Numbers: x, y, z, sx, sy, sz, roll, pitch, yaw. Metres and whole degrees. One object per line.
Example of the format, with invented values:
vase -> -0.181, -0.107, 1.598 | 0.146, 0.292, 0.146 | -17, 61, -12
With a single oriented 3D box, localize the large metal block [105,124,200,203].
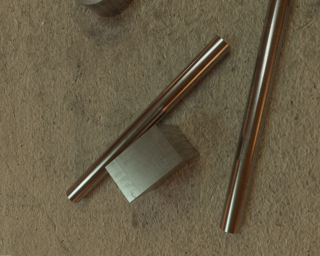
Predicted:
large metal block -> -0.006, 0.040, 0.382 | 0.080, 0.080, 0.050 | -41, 77, 15

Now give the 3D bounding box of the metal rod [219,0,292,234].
metal rod -> 0.114, -0.022, 0.368 | 0.025, 0.025, 0.298 | 13, 94, 19

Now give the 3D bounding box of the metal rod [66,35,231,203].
metal rod -> -0.024, -0.003, 0.417 | 0.299, 0.025, 0.025 | -45, 76, 14

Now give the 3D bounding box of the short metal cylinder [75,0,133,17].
short metal cylinder -> -0.080, -0.200, 0.424 | 0.080, 0.050, 0.080 | 0, 90, 20
